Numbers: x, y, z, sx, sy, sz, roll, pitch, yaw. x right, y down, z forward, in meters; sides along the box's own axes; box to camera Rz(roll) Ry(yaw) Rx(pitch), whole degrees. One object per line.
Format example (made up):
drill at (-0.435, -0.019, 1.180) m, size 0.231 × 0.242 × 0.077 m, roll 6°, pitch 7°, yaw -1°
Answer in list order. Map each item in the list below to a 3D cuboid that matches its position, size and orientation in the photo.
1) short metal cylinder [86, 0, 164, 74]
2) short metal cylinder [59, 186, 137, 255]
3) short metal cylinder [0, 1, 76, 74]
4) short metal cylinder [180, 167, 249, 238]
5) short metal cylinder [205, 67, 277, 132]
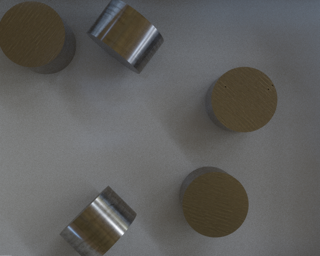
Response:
short metal cylinder at (-0.042, -0.112, 0.383) m, size 0.080 × 0.080 × 0.050 m, roll 37°, pitch 90°, yaw -1°
short metal cylinder at (-0.075, 0.118, 0.383) m, size 0.080 × 0.080 × 0.050 m, roll -44°, pitch 91°, yaw 0°
short metal cylinder at (-0.154, -0.113, 0.397) m, size 0.081 × 0.050 × 0.079 m, roll 0°, pitch 90°, yaw -1°
short metal cylinder at (0.067, 0.093, 0.400) m, size 0.081 × 0.050 × 0.079 m, roll 0°, pitch 90°, yaw -1°
short metal cylinder at (0.102, -0.035, 0.400) m, size 0.081 × 0.050 × 0.079 m, roll 0°, pitch 90°, yaw -1°
